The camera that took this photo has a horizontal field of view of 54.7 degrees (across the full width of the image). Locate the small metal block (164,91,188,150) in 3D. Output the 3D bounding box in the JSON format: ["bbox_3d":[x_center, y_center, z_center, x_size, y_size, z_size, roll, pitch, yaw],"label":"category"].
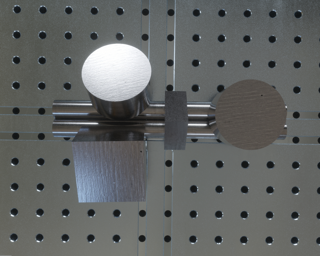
[{"bbox_3d":[0.018,-0.009,0.369,0.025,0.050,0.050,1,48,0],"label":"small metal block"}]

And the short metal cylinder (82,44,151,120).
[{"bbox_3d":[-0.051,-0.056,0.383,0.081,0.050,0.080,0,66,-1],"label":"short metal cylinder"}]

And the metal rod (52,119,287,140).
[{"bbox_3d":[0.013,0.002,0.410,0.302,0.025,0.025,1,90,0],"label":"metal rod"}]

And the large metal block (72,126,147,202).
[{"bbox_3d":[-0.058,0.043,0.383,0.081,0.050,0.079,-1,110,0],"label":"large metal block"}]

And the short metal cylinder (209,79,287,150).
[{"bbox_3d":[0.102,-0.015,0.373,0.081,0.050,0.079,0,90,0],"label":"short metal cylinder"}]

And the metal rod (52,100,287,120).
[{"bbox_3d":[0.013,-0.023,0.410,0.302,0.025,0.025,1,90,0],"label":"metal rod"}]
